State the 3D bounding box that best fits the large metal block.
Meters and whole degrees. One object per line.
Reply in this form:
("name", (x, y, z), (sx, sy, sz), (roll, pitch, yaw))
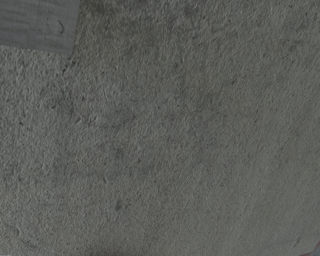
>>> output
("large metal block", (-0.115, -0.100, 0.246), (0.081, 0.080, 0.050), (2, 118, -29))
